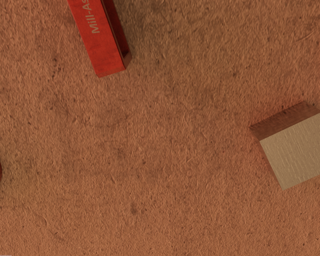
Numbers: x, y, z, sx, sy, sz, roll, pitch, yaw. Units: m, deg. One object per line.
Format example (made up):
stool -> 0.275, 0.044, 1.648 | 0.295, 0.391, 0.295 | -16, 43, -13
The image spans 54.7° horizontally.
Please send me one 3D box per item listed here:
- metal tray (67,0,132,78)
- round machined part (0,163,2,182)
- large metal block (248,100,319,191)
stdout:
metal tray -> -0.068, -0.126, 0.327 | 0.030, 0.090, 0.129 | -17, 110, 6
round machined part -> -0.274, 0.063, 0.420 | 0.099, 0.042, 0.097 | 0, 110, -1
large metal block -> 0.176, 0.022, 0.407 | 0.080, 0.050, 0.080 | -27, 108, 9
